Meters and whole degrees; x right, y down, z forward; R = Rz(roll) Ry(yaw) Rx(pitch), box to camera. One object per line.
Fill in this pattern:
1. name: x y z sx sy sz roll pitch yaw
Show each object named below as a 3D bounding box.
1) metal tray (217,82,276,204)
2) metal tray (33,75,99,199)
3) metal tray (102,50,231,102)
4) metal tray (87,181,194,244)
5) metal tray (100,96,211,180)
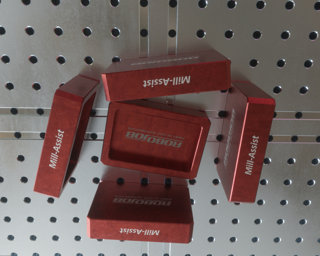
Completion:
1. metal tray: 0.101 0.015 0.385 0.030 0.090 0.129 4 110 -2
2. metal tray: -0.113 0.008 0.381 0.030 0.090 0.129 17 109 -6
3. metal tray: 0.007 -0.062 0.355 0.131 0.090 0.030 -6 110 2
4. metal tray: -0.024 0.111 0.419 0.131 0.090 0.030 4 110 -1
5. metal tray: -0.007 0.014 0.415 0.131 0.030 0.089 10 110 -4
